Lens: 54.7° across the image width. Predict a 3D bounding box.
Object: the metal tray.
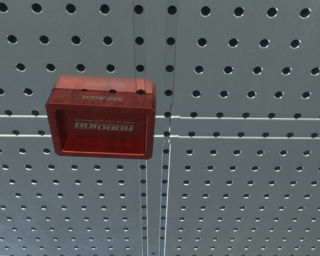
[{"bbox_3d":[-0.073,-0.002,0.405,0.131,0.030,0.089,3,130,-3],"label":"metal tray"}]
